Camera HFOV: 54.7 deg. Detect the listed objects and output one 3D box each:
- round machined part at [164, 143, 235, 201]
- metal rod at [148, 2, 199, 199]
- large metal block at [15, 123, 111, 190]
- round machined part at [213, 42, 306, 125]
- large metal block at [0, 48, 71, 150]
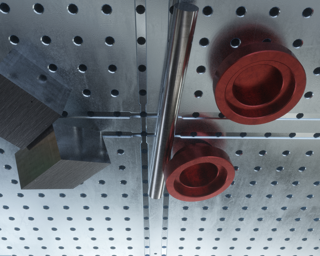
[{"bbox_3d":[0.054,0.060,0.446,0.099,0.042,0.097,-6,132,-6],"label":"round machined part"},{"bbox_3d":[0.010,-0.008,0.404,0.025,0.025,0.298,5,130,-4],"label":"metal rod"},{"bbox_3d":[-0.126,0.040,0.406,0.080,0.050,0.080,-34,154,25],"label":"large metal block"},{"bbox_3d":[0.110,-0.054,0.356,0.099,0.042,0.097,0,130,0],"label":"round machined part"},{"bbox_3d":[-0.168,-0.032,0.367,0.080,0.050,0.080,-35,122,26],"label":"large metal block"}]
